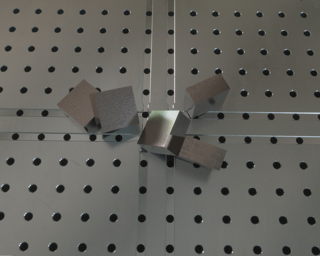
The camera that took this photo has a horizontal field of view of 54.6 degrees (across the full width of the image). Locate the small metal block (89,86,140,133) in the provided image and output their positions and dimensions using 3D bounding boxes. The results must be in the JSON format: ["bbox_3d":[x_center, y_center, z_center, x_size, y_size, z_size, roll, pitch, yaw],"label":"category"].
[{"bbox_3d":[-0.059,-0.025,0.402,0.050,0.025,0.050,-16,101,-25],"label":"small metal block"}]

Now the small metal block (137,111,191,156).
[{"bbox_3d":[0.005,0.006,0.396,0.050,0.025,0.050,3,63,46],"label":"small metal block"}]

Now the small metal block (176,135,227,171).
[{"bbox_3d":[0.049,0.032,0.383,0.050,0.050,0.025,21,83,2],"label":"small metal block"}]

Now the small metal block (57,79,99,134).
[{"bbox_3d":[-0.101,-0.030,0.422,0.050,0.025,0.050,38,74,13],"label":"small metal block"}]

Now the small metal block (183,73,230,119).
[{"bbox_3d":[0.061,-0.041,0.414,0.050,0.050,0.025,-25,72,-9],"label":"small metal block"}]
